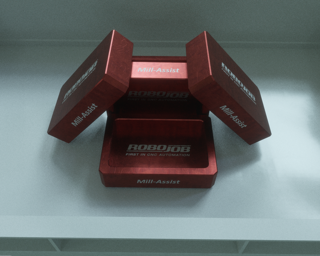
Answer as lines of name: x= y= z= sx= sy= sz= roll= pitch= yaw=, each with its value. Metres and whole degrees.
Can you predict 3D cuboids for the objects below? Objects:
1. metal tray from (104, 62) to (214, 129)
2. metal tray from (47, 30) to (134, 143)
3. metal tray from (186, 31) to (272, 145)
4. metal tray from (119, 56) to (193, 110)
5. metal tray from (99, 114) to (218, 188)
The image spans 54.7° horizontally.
metal tray: x=-0.002 y=-0.039 z=0.393 sx=0.131 sy=0.089 sz=0.030 roll=1 pitch=50 yaw=0
metal tray: x=-0.087 y=-0.049 z=0.384 sx=0.030 sy=0.130 sz=0.090 roll=31 pitch=41 yaw=-30
metal tray: x=0.085 y=-0.047 z=0.383 sx=0.030 sy=0.130 sz=0.090 roll=-30 pitch=41 yaw=32
metal tray: x=0.002 y=-0.066 z=0.455 sx=0.131 sy=0.030 sz=0.090 roll=0 pitch=50 yaw=-1
metal tray: x=-0.002 y=0.026 z=0.376 sx=0.131 sy=0.030 sz=0.090 roll=1 pitch=50 yaw=-1
